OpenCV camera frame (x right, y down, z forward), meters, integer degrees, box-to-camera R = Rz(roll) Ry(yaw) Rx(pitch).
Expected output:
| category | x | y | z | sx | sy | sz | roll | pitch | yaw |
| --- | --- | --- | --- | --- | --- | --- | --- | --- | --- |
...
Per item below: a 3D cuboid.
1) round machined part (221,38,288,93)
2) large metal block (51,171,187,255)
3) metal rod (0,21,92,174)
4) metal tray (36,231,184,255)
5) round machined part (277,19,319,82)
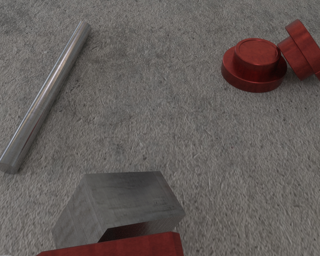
| category | x | y | z | sx | sy | sz | roll | pitch | yaw |
| --- | --- | --- | --- | --- | --- | --- | --- | --- | --- |
| round machined part | 0.147 | -0.103 | 0.480 | 0.099 | 0.042 | 0.098 | 0 | 50 | 0 |
| large metal block | -0.038 | 0.085 | 0.276 | 0.081 | 0.080 | 0.050 | 5 | 40 | -42 |
| metal rod | -0.157 | -0.066 | 0.457 | 0.025 | 0.025 | 0.300 | 7 | 50 | 5 |
| metal tray | -0.030 | 0.121 | 0.233 | 0.091 | 0.129 | 0.030 | -7 | 52 | -6 |
| round machined part | 0.212 | -0.109 | 0.463 | 0.042 | 0.098 | 0.098 | -33 | 45 | 27 |
